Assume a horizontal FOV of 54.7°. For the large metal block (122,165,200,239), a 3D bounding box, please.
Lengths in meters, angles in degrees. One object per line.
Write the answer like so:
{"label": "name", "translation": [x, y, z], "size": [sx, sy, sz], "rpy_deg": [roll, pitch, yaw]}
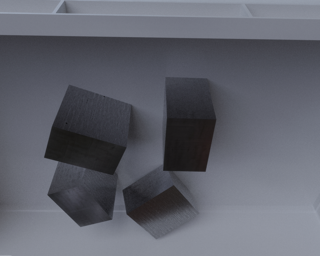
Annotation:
{"label": "large metal block", "translation": [0.001, 0.114, 0.478], "size": [0.080, 0.050, 0.080], "rpy_deg": [-33, 124, 7]}

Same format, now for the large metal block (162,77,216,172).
{"label": "large metal block", "translation": [0.030, -0.005, 0.369], "size": [0.050, 0.080, 0.079], "rpy_deg": [2, 130, -2]}

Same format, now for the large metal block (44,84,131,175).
{"label": "large metal block", "translation": [-0.083, 0.001, 0.373], "size": [0.081, 0.080, 0.050], "rpy_deg": [17, 128, -15]}

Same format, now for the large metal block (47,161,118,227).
{"label": "large metal block", "translation": [-0.104, 0.080, 0.439], "size": [0.050, 0.080, 0.080], "rpy_deg": [-17, 128, 13]}
